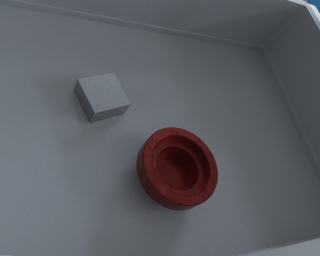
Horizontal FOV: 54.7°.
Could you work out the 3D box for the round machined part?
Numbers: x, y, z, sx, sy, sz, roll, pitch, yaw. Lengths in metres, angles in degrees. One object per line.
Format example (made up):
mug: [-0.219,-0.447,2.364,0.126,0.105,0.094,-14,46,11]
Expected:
round machined part: [0.017,0.052,0.374,0.099,0.042,0.098,14,56,-21]

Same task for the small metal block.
small metal block: [-0.073,-0.039,0.391,0.050,0.025,0.050,-18,72,-35]
